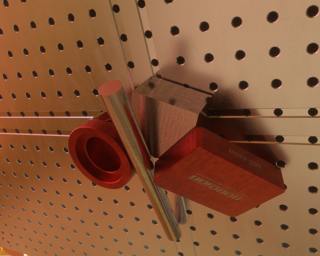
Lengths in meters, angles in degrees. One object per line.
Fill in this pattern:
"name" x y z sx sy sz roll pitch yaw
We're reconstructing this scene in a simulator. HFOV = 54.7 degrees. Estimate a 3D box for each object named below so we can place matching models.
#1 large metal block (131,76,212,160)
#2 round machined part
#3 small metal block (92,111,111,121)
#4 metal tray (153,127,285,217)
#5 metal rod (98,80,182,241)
"large metal block" 0.010 -0.008 0.381 0.080 0.050 0.079 21 126 15
"round machined part" -0.071 0.031 0.417 0.098 0.042 0.097 15 126 22
"small metal block" -0.072 0.000 0.445 0.050 0.025 0.050 -24 106 36
"metal tray" 0.069 0.058 0.370 0.131 0.030 0.090 27 133 -21
"metal rod" -0.013 0.066 0.403 0.025 0.025 0.299 6 137 25
